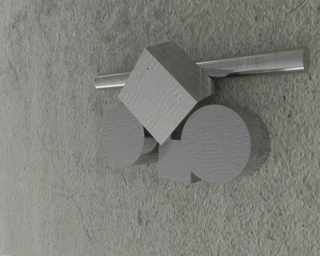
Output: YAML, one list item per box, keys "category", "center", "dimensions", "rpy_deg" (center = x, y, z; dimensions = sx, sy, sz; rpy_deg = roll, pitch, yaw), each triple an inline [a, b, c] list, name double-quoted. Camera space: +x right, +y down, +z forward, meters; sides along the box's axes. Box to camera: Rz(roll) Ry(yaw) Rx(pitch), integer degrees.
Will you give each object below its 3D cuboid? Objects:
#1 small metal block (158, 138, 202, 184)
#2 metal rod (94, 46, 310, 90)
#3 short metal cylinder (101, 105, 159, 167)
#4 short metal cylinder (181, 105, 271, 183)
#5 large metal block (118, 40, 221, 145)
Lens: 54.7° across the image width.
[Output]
- category: "small metal block"
  center: [0.025, 0.039, 0.387]
  dimensions: [0.050, 0.025, 0.050]
  rpy_deg: [3, 92, 40]
- category: "metal rod"
  center: [0.023, -0.068, 0.387]
  dimensions: [0.300, 0.025, 0.025]
  rpy_deg: [2, 91, 40]
- category: "short metal cylinder"
  center: [-0.033, 0.010, 0.417]
  dimensions: [0.080, 0.050, 0.079]
  rpy_deg: [0, 90, 40]
- category: "short metal cylinder"
  center: [0.070, 0.016, 0.332]
  dimensions: [0.080, 0.050, 0.079]
  rpy_deg: [0, 90, 40]
- category: "large metal block"
  center: [0.008, -0.041, 0.361]
  dimensions: [0.080, 0.050, 0.080]
  rpy_deg: [48, 133, 11]
